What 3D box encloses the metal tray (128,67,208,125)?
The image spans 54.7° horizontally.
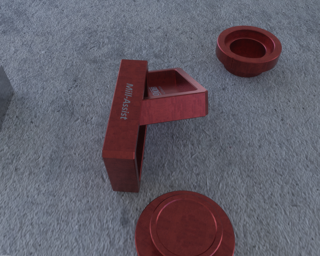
[{"bbox_3d":[-0.001,-0.046,0.402,0.091,0.030,0.130,-8,24,-8],"label":"metal tray"}]

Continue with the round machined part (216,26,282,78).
[{"bbox_3d":[0.138,-0.118,0.493,0.099,0.042,0.098,0,50,0],"label":"round machined part"}]

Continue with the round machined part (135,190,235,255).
[{"bbox_3d":[0.024,0.105,0.305,0.099,0.042,0.098,0,50,0],"label":"round machined part"}]

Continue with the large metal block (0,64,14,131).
[{"bbox_3d":[-0.256,-0.039,0.417,0.081,0.050,0.080,-2,50,-3],"label":"large metal block"}]

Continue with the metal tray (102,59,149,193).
[{"bbox_3d":[-0.034,-0.003,0.355,0.030,0.090,0.130,4,56,2],"label":"metal tray"}]
